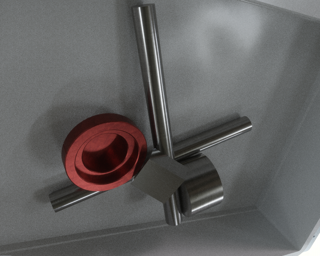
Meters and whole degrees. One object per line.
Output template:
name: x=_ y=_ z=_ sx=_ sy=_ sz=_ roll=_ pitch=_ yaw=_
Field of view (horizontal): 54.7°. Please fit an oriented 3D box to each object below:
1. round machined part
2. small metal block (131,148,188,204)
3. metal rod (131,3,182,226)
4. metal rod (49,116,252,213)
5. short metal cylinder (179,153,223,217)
round machined part: x=-0.069 y=0.025 z=0.375 sx=0.099 sy=0.042 sz=0.097 roll=-14 pitch=125 yaw=-21
small metal block: x=-0.001 y=0.061 z=0.392 sx=0.050 sy=0.025 sz=0.050 roll=32 pitch=121 yaw=-5
metal rod: x=0.002 y=0.004 z=0.389 sx=0.025 sy=0.025 sz=0.298 roll=-18 pitch=119 yaw=-18
metal rod: x=-0.001 y=0.044 z=0.435 sx=0.302 sy=0.025 sz=0.025 roll=-21 pitch=127 yaw=-17
short metal cylinder: x=0.048 y=0.082 z=0.450 sx=0.050 sy=0.080 sz=0.079 roll=-18 pitch=126 yaw=-18
